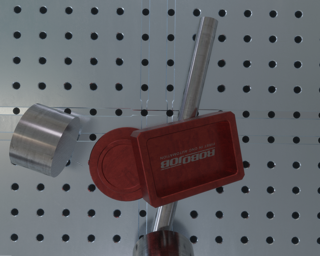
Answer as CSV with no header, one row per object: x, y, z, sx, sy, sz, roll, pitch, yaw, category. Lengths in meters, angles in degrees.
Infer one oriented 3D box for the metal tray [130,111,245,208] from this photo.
0.037,0.035,0.385,0.131,0.030,0.089,-13,97,-20,metal tray

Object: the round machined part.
-0.044,0.048,0.404,0.099,0.042,0.097,0,90,0,round machined part

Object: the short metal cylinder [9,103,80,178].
-0.140,0.015,0.385,0.050,0.080,0.080,20,90,0,short metal cylinder

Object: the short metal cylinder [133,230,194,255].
0.005,0.176,0.387,0.081,0.050,0.079,-1,114,-2,short metal cylinder

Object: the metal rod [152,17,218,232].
0.033,0.002,0.413,0.025,0.025,0.298,13,90,0,metal rod
